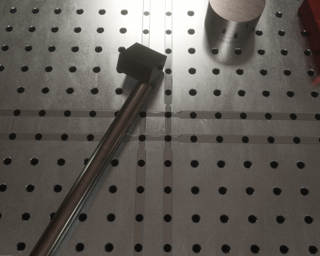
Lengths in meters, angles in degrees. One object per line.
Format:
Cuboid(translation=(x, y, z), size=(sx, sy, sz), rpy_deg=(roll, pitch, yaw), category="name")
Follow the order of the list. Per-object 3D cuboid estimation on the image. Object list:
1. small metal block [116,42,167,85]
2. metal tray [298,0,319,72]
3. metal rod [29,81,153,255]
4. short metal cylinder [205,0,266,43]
Cuboid(translation=(-0.025, -0.091, 0.433), size=(0.050, 0.025, 0.050), rpy_deg=(27, 40, 9), category="small metal block")
Cuboid(translation=(0.274, -0.144, 0.465), size=(0.091, 0.030, 0.129), rpy_deg=(-7, 70, -3), category="metal tray")
Cuboid(translation=(-0.090, 0.066, 0.386), size=(0.025, 0.025, 0.300), rpy_deg=(26, 72, 9), category="metal rod")
Cuboid(translation=(0.110, -0.175, 0.464), size=(0.081, 0.050, 0.080), rpy_deg=(0, 70, 0), category="short metal cylinder")
